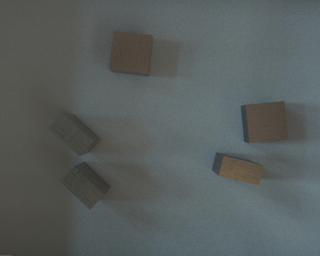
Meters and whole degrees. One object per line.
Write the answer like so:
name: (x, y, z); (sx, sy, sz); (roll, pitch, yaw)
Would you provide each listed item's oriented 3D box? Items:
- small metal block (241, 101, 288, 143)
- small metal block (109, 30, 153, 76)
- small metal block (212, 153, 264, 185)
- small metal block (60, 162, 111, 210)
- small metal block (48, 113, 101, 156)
small metal block: (0.138, -0.008, 0.412); (0.050, 0.025, 0.050); (-5, 90, 0)
small metal block: (-0.038, -0.098, 0.411); (0.050, 0.025, 0.050); (7, 90, 0)
small metal block: (0.098, 0.051, 0.400); (0.050, 0.050, 0.025); (13, 90, 0)
small metal block: (-0.094, 0.072, 0.398); (0.050, 0.050, 0.025); (44, 90, 0)
small metal block: (-0.107, 0.008, 0.398); (0.050, 0.050, 0.025); (43, 90, 0)
